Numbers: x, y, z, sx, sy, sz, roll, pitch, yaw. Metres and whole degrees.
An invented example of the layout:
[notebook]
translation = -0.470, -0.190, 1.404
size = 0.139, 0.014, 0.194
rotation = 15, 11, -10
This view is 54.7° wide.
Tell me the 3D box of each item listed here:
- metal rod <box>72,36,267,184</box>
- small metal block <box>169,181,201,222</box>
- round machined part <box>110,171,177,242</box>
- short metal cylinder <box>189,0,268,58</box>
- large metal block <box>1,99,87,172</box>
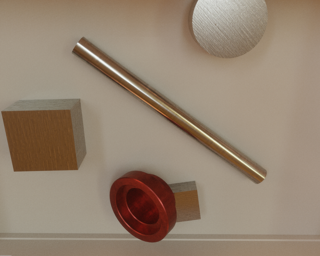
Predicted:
[metal rod]
translation = 0.021, -0.016, 0.405
size = 0.301, 0.025, 0.025
rotation = 35, 106, -13
[small metal block]
translation = 0.030, 0.108, 0.452
size = 0.050, 0.025, 0.050
rotation = -8, 110, 2
[round machined part]
translation = -0.018, 0.102, 0.424
size = 0.098, 0.042, 0.097
rotation = 15, 118, 31
[short metal cylinder]
translation = 0.075, -0.123, 0.354
size = 0.081, 0.050, 0.079
rotation = 0, 110, -1
[large metal block]
translation = -0.145, 0.008, 0.399
size = 0.081, 0.050, 0.079
rotation = -1, 110, 0
